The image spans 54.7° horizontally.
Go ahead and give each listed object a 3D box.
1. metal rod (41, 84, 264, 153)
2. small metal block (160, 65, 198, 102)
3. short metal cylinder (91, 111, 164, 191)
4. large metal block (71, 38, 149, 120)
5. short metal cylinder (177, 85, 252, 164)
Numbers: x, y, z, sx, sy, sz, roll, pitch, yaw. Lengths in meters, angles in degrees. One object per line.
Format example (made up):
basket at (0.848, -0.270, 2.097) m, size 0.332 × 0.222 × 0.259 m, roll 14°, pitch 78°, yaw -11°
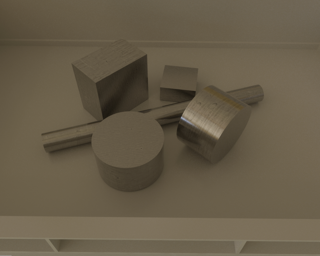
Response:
metal rod at (0.000, -0.016, 0.417) m, size 0.302 × 0.025 × 0.025 m, roll -14°, pitch 52°, yaw -12°
small metal block at (0.029, -0.065, 0.458) m, size 0.050 × 0.025 × 0.050 m, roll 7°, pitch 50°, yaw 5°
short metal cylinder at (-0.036, 0.026, 0.364) m, size 0.081 × 0.050 × 0.080 m, roll 0°, pitch 50°, yaw 0°
large metal block at (-0.063, -0.062, 0.420) m, size 0.080 × 0.080 × 0.050 m, roll -36°, pitch 59°, yaw -26°
short metal cylinder at (0.065, -0.004, 0.372) m, size 0.050 × 0.080 × 0.080 m, roll 35°, pitch 58°, yaw 25°
